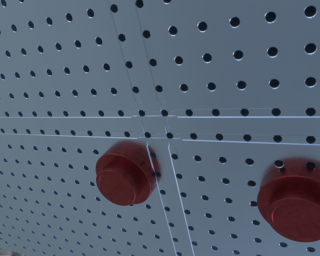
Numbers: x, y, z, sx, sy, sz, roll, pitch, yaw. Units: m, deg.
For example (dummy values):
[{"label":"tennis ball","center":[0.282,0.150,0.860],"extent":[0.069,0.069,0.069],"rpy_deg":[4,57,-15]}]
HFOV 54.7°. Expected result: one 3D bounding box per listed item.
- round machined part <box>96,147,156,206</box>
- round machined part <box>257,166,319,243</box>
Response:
[{"label":"round machined part","center":[-0.059,0.081,0.480],"extent":[0.098,0.042,0.097],"rpy_deg":[13,124,20]},{"label":"round machined part","center":[0.167,0.097,0.372],"extent":[0.098,0.042,0.097],"rpy_deg":[13,124,20]}]
